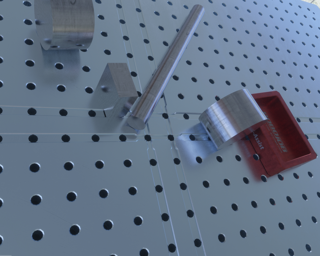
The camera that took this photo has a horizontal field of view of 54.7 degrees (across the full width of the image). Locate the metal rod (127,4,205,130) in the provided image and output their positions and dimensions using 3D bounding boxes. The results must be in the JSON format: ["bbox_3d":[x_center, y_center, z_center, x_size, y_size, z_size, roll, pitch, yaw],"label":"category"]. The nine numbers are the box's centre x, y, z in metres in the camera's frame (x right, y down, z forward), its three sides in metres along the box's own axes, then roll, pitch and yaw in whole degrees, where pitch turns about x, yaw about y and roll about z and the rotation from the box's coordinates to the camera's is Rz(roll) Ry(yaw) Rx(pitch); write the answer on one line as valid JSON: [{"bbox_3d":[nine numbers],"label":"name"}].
[{"bbox_3d":[0.021,-0.113,0.487,0.025,0.025,0.301,32,52,-8],"label":"metal rod"}]

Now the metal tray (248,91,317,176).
[{"bbox_3d":[0.184,0.004,0.501,0.091,0.030,0.130,-10,67,-33],"label":"metal tray"}]

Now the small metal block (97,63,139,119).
[{"bbox_3d":[-0.055,-0.047,0.391,0.025,0.050,0.050,-7,66,-31],"label":"small metal block"}]

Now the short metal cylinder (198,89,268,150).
[{"bbox_3d":[0.102,-0.011,0.434,0.081,0.080,0.050,-19,72,-35],"label":"short metal cylinder"}]

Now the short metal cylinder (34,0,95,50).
[{"bbox_3d":[-0.123,-0.140,0.392,0.050,0.080,0.080,-11,67,-33],"label":"short metal cylinder"}]
